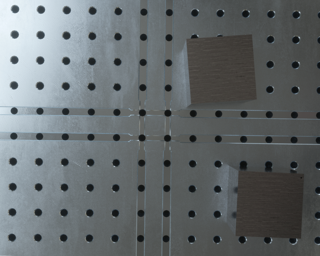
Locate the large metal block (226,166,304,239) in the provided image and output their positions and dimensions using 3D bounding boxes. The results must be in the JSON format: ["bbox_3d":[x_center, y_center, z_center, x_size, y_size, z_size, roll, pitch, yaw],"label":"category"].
[{"bbox_3d":[0.134,0.094,0.403,0.081,0.050,0.079,3,90,-1],"label":"large metal block"}]

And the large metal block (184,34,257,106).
[{"bbox_3d":[0.075,-0.072,0.402,0.081,0.050,0.079,-4,90,-1],"label":"large metal block"}]
